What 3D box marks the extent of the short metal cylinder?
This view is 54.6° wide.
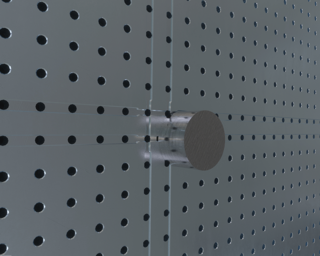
[{"bbox_3d":[0.045,0.016,0.429,0.081,0.050,0.080,0,90,-40],"label":"short metal cylinder"}]
